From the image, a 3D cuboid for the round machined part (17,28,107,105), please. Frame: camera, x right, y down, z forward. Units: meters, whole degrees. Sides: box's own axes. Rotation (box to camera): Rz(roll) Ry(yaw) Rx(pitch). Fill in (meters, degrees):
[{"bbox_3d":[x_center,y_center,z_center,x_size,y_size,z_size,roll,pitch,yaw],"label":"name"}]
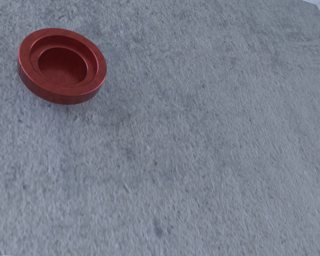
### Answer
[{"bbox_3d":[-0.118,-0.069,0.372,0.099,0.042,0.098,14,56,-21],"label":"round machined part"}]
